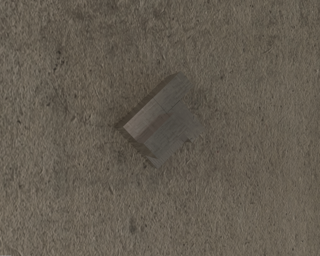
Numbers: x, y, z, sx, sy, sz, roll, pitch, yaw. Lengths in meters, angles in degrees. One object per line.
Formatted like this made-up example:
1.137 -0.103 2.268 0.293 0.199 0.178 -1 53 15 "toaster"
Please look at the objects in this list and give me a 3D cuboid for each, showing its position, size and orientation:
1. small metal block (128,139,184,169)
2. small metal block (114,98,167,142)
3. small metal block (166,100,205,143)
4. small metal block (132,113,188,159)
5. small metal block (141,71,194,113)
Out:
-0.006 0.018 0.409 0.050 0.025 0.050 -44 104 -15 "small metal block"
-0.026 -0.010 0.388 0.050 0.050 0.025 -45 105 -15 "small metal block"
0.024 -0.008 0.407 0.025 0.050 0.050 -45 105 -14 "small metal block"
-0.001 0.009 0.371 0.050 0.050 0.025 -45 105 -15 "small metal block"
0.008 -0.044 0.401 0.050 0.050 0.025 -45 105 -15 "small metal block"
